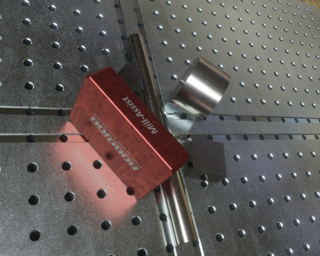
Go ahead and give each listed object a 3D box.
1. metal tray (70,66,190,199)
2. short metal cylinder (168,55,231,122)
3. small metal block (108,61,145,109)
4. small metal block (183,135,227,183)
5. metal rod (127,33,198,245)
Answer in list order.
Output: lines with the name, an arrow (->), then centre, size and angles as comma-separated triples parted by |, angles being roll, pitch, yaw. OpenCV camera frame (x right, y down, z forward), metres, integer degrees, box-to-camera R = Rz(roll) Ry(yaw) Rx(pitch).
metal tray -> -0.039, 0.008, 0.341 | 0.130, 0.090, 0.030 | 48, 51, 5
short metal cylinder -> 0.055, -0.056, 0.438 | 0.050, 0.080, 0.080 | 33, 51, -7
small metal block -> -0.050, -0.049, 0.395 | 0.025, 0.050, 0.050 | 36, 51, -5
small metal block -> 0.059, 0.043, 0.417 | 0.050, 0.025, 0.050 | 14, 56, -21
metal rod -> -0.004, -0.003, 0.409 | 0.025, 0.025, 0.299 | 0, 62, -29
